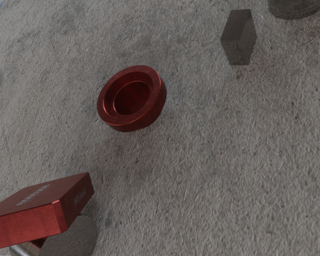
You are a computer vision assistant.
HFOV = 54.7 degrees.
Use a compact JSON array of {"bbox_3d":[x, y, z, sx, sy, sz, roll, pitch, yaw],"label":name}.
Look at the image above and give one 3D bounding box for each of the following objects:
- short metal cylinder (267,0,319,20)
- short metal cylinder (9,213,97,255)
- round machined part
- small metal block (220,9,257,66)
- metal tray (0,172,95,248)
[{"bbox_3d":[0.182,-0.191,0.410,0.080,0.050,0.080,-13,56,21],"label":"short metal cylinder"},{"bbox_3d":[-0.119,0.128,0.352,0.050,0.080,0.080,16,70,34],"label":"short metal cylinder"},{"bbox_3d":[-0.035,-0.037,0.434,0.098,0.042,0.098,-13,56,21],"label":"round machined part"},{"bbox_3d":[0.104,-0.118,0.405,0.025,0.050,0.050,9,66,32],"label":"small metal block"},{"bbox_3d":[-0.133,0.087,0.347,0.090,0.130,0.030,-14,94,1],"label":"metal tray"}]
